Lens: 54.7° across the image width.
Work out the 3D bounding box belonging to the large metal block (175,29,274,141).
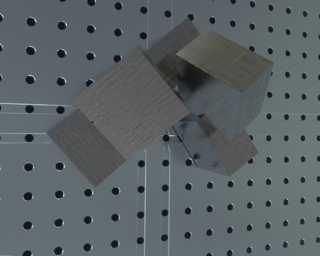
[{"bbox_3d":[0.065,-0.046,0.333,0.080,0.080,0.050,38,68,27],"label":"large metal block"}]

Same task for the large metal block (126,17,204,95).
[{"bbox_3d":[0.006,-0.081,0.385,0.080,0.080,0.050,-43,104,-15],"label":"large metal block"}]

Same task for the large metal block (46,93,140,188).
[{"bbox_3d":[-0.076,0.011,0.371,0.080,0.050,0.080,-41,104,-16],"label":"large metal block"}]

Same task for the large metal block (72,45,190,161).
[{"bbox_3d":[-0.028,-0.028,0.320,0.080,0.050,0.080,-38,104,10],"label":"large metal block"}]

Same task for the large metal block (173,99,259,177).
[{"bbox_3d":[0.069,0.011,0.408,0.050,0.080,0.080,-36,102,-17],"label":"large metal block"}]
